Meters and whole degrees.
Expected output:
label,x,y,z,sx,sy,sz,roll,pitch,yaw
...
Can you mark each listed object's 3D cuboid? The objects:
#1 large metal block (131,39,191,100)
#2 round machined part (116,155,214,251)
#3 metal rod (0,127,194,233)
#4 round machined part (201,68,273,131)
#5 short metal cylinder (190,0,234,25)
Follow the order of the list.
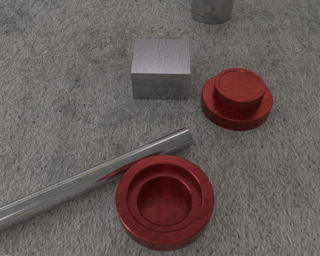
label,x,y,z,sx,sy,sz,roll,pitch,yaw
large metal block,0.002,-0.088,0.461,0.080,0.050,0.080,1,50,1
round machined part,0.005,0.080,0.325,0.099,0.042,0.098,0,50,0
metal rod,-0.096,0.066,0.346,0.302,0.025,0.025,-23,54,-18
round machined part,0.108,-0.046,0.432,0.099,0.042,0.098,0,50,0
short metal cylinder,0.100,-0.241,0.591,0.081,0.050,0.080,0,50,0
